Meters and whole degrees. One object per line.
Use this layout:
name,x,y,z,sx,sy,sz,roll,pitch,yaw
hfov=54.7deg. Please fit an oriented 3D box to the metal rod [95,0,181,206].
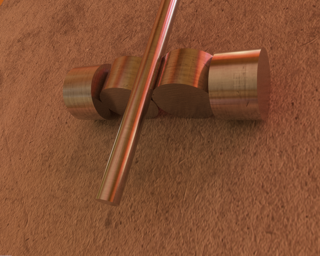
metal rod,-0.017,-0.057,0.370,0.025,0.025,0.300,1,62,28

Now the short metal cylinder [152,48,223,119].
short metal cylinder,0.035,-0.053,0.383,0.080,0.080,0.050,1,62,28

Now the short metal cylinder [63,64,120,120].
short metal cylinder,-0.093,-0.051,0.450,0.050,0.080,0.080,1,62,29

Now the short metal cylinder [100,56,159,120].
short metal cylinder,-0.035,-0.053,0.421,0.080,0.080,0.050,1,62,28

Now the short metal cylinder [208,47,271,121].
short metal cylinder,0.093,-0.048,0.351,0.050,0.080,0.080,1,62,29
